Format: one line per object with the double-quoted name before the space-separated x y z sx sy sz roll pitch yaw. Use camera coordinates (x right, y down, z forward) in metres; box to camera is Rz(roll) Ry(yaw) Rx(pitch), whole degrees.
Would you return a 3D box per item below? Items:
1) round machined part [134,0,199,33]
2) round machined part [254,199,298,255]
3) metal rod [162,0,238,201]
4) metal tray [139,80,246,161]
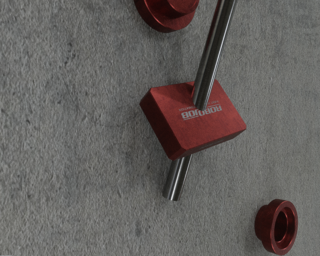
"round machined part" 0.015 -0.179 0.408 0.099 0.042 0.097 0 90 -40
"round machined part" 0.213 0.181 0.577 0.099 0.042 0.097 0 90 -40
"metal rod" 0.055 -0.049 0.413 0.025 0.025 0.298 13 94 -40
"metal tray" 0.048 -0.017 0.416 0.131 0.030 0.090 -15 69 -39
